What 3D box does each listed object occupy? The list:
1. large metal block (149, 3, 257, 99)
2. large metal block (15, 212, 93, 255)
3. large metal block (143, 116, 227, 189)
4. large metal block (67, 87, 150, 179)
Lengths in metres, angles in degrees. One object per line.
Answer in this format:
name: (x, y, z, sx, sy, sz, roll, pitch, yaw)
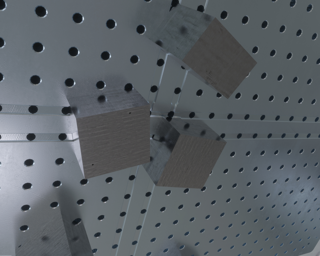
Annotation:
large metal block: (0.047, -0.087, 0.347, 0.080, 0.080, 0.050, 31, 101, -38)
large metal block: (-0.138, 0.175, 0.408, 0.080, 0.080, 0.050, -40, 129, -1)
large metal block: (0.033, 0.036, 0.434, 0.081, 0.050, 0.080, 11, 113, -33)
large metal block: (-0.059, 0.004, 0.365, 0.081, 0.050, 0.079, -13, 124, -21)
